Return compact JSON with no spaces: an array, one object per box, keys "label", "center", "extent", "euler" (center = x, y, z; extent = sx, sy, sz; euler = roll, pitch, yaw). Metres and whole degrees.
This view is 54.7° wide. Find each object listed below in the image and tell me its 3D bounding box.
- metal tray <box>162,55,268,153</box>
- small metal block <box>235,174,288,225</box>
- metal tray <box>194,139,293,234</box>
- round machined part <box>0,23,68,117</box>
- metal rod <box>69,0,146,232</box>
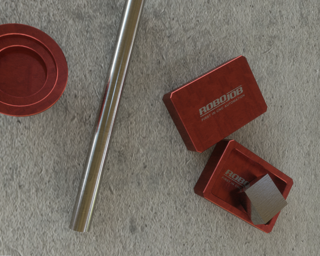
[{"label":"metal tray","center":[0.080,-0.035,0.437],"extent":[0.131,0.030,0.090],"euler":[-30,100,-18]},{"label":"small metal block","center":[0.143,0.101,0.439],"extent":[0.050,0.025,0.050],"euler":[-28,82,-28]},{"label":"metal tray","center":[0.125,0.085,0.454],"extent":[0.130,0.030,0.090],"euler":[32,79,-18]},{"label":"round machined part","center":[-0.155,-0.061,0.343],"extent":[0.099,0.042,0.097],"euler":[0,90,-21]},{"label":"metal rod","center":[-0.064,-0.024,0.386],"extent":[0.025,0.025,0.298],"euler":[15,85,-20]}]
